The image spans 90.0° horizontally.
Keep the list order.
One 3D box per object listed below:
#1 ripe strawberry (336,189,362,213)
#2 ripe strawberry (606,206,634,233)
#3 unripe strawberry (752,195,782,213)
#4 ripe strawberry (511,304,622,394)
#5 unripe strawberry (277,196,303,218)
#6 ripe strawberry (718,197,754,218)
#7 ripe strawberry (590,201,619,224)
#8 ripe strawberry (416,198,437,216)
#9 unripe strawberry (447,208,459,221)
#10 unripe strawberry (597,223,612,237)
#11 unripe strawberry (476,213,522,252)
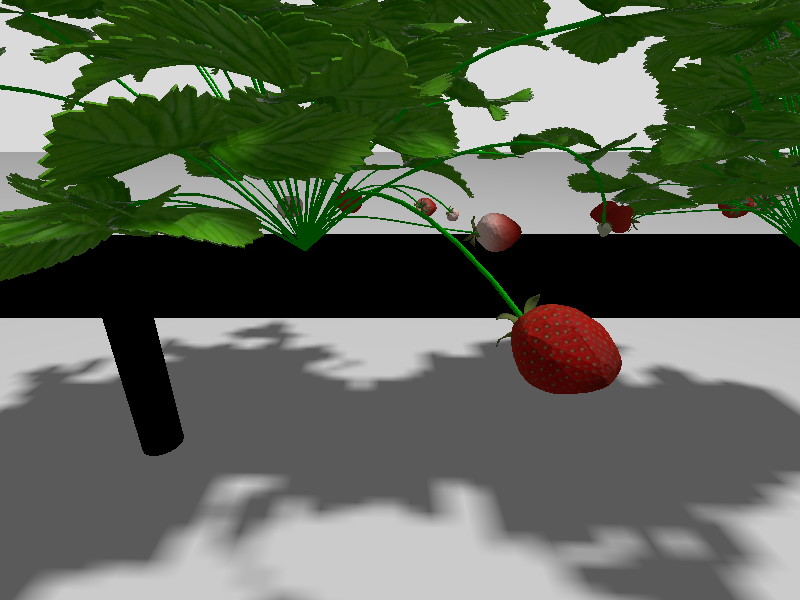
[{"bbox_3d":[-0.066,-0.130,0.531,0.034,0.030,0.034,2,-7,5],"label":"ripe strawberry"},{"bbox_3d":[0.231,-0.086,0.423,0.027,0.028,0.025,11,24,27],"label":"ripe strawberry"},{"bbox_3d":[0.478,-0.132,0.526,0.033,0.037,0.036,13,25,29],"label":"unripe strawberry"},{"bbox_3d":[0.064,0.019,0.155,0.039,0.033,0.039,-15,31,-32],"label":"ripe strawberry"},{"bbox_3d":[-0.138,-0.117,0.501,0.032,0.027,0.032,-7,22,-17],"label":"unripe strawberry"},{"bbox_3d":[0.419,-0.119,0.501,0.035,0.032,0.032,7,23,17],"label":"ripe strawberry"},{"bbox_3d":[0.232,-0.098,0.454,0.028,0.028,0.031,16,27,36],"label":"ripe strawberry"},{"bbox_3d":[0.034,-0.117,0.505,0.027,0.024,0.024,15,20,33],"label":"ripe strawberry"},{"bbox_3d":[0.065,-0.102,0.485,0.015,0.016,0.016,22,-6,43],"label":"unripe strawberry"},{"bbox_3d":[0.159,-0.054,0.311,0.011,0.011,0.010,4,22,9],"label":"unripe strawberry"},{"bbox_3d":[0.085,-0.059,0.349,0.039,0.033,0.039,1,22,1],"label":"unripe strawberry"}]
